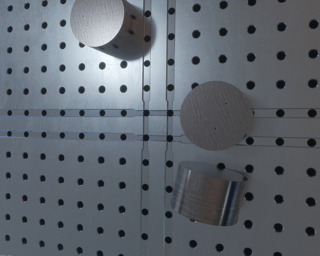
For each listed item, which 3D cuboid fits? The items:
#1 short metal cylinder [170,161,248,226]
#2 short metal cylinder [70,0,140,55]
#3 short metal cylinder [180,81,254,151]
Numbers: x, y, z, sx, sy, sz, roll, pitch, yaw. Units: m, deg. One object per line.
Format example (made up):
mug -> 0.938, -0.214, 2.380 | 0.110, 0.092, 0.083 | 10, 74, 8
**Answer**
short metal cylinder -> 0.056, 0.074, 0.363 | 0.080, 0.080, 0.050 | 14, 95, 19
short metal cylinder -> -0.074, -0.146, 0.425 | 0.080, 0.050, 0.079 | 0, 90, 20
short metal cylinder -> 0.070, -0.014, 0.374 | 0.080, 0.050, 0.079 | 0, 90, 20
